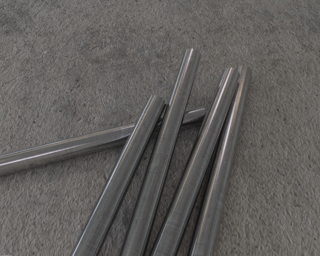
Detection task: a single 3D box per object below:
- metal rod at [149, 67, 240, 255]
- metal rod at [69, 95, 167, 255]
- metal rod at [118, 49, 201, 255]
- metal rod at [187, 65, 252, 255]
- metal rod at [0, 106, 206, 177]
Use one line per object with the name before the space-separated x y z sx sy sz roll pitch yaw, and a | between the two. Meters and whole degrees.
metal rod | 0.046 0.036 0.359 0.025 0.025 0.300 17 56 14
metal rod | -0.055 0.083 0.314 0.025 0.025 0.300 16 57 13
metal rod | 0.006 0.019 0.361 0.025 0.025 0.300 12 59 10
metal rod | 0.082 0.023 0.384 0.025 0.025 0.300 14 51 11
metal rod | -0.084 0.018 0.386 0.302 0.025 0.025 -14 52 -12
